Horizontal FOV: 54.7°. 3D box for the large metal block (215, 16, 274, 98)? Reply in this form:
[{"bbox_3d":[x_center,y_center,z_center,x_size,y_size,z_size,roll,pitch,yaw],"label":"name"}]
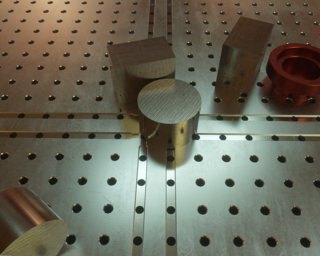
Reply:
[{"bbox_3d":[0.125,-0.105,0.461,0.050,0.080,0.080,21,53,17],"label":"large metal block"}]

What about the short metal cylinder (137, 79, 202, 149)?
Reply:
[{"bbox_3d":[0.012,-0.020,0.408,0.080,0.050,0.080,0,50,0],"label":"short metal cylinder"}]

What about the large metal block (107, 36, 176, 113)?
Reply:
[{"bbox_3d":[-0.025,-0.074,0.434,0.081,0.080,0.050,-13,51,-11],"label":"large metal block"}]

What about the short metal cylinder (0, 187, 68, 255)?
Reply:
[{"bbox_3d":[-0.134,0.102,0.285,0.050,0.080,0.080,34,58,25],"label":"short metal cylinder"}]

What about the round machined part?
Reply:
[{"bbox_3d":[0.210,-0.082,0.466,0.099,0.042,0.098,0,50,0],"label":"round machined part"}]
